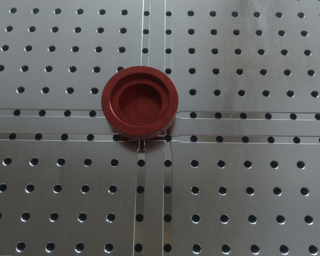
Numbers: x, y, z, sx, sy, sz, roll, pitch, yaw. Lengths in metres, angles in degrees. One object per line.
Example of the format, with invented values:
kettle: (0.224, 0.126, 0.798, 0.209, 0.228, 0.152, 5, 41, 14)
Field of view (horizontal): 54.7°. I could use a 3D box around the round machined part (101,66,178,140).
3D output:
round machined part: (-0.026, -0.030, 0.413, 0.099, 0.042, 0.098, 0, 70, -1)
